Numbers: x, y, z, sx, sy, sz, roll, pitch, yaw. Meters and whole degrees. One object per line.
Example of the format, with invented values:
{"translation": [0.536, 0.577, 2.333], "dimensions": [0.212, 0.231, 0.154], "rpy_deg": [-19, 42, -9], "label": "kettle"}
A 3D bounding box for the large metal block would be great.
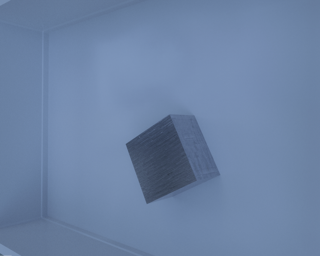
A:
{"translation": [0.014, 0.038, 0.380], "dimensions": [0.080, 0.050, 0.080], "rpy_deg": [-34, 69, 35], "label": "large metal block"}
